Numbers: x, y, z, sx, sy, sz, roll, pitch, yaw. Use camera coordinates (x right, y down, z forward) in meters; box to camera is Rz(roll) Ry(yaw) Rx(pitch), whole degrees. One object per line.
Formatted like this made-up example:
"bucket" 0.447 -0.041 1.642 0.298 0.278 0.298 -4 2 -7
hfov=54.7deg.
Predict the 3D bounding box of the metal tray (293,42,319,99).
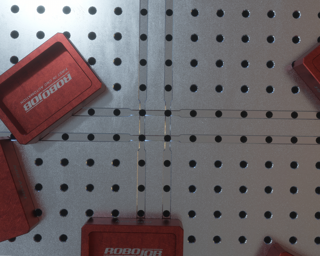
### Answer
"metal tray" 0.257 -0.066 0.414 0.090 0.030 0.130 -40 91 0

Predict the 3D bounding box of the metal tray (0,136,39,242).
"metal tray" -0.227 0.085 0.408 0.090 0.030 0.129 -19 90 -1

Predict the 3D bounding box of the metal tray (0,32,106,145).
"metal tray" -0.151 -0.050 0.408 0.130 0.030 0.090 -37 90 -1

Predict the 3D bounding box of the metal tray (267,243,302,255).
"metal tray" 0.195 0.226 0.414 0.130 0.030 0.090 28 90 -1

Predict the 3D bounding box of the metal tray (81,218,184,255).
"metal tray" -0.036 0.169 0.410 0.131 0.030 0.089 1 90 -1
